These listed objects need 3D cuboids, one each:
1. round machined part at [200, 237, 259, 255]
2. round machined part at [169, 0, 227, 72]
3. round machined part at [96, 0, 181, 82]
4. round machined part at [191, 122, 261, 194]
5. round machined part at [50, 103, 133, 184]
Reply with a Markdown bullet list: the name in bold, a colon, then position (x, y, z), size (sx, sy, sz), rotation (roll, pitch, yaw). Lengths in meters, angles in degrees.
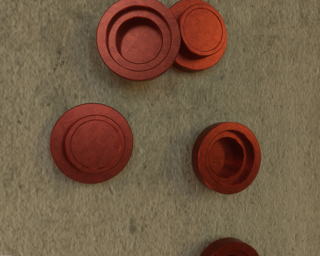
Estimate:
- **round machined part**: position (0.091, 0.203, 0.436), size (0.099, 0.042, 0.097), rotation (0, 90, -21)
- **round machined part**: position (0.049, -0.127, 0.419), size (0.099, 0.042, 0.097), rotation (0, 90, -21)
- **round machined part**: position (-0.025, -0.105, 0.381), size (0.099, 0.042, 0.097), rotation (0, 93, -1)
- **round machined part**: position (0.088, 0.040, 0.434), size (0.099, 0.042, 0.097), rotation (0, 90, -21)
- **round machined part**: position (-0.079, 0.019, 0.371), size (0.099, 0.042, 0.097), rotation (0, 90, -21)
